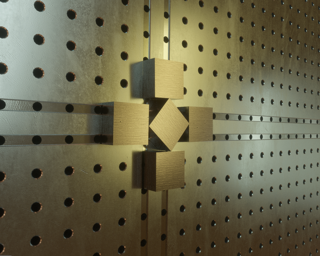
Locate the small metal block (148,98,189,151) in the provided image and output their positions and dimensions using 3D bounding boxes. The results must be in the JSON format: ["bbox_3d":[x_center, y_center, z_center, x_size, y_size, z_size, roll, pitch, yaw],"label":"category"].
[{"bbox_3d":[0.005,-0.004,0.415,0.050,0.025,0.050,50,61,-29],"label":"small metal block"}]

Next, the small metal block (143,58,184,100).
[{"bbox_3d":[0.005,-0.064,0.415,0.050,0.025,0.050,-1,91,-40],"label":"small metal block"}]

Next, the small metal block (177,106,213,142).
[{"bbox_3d":[0.051,-0.005,0.454,0.050,0.025,0.050,0,90,-40],"label":"small metal block"}]

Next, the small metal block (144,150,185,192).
[{"bbox_3d":[0.006,0.056,0.416,0.050,0.025,0.050,0,90,-40],"label":"small metal block"}]

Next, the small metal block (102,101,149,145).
[{"bbox_3d":[-0.041,-0.005,0.376,0.050,0.025,0.050,2,89,-40],"label":"small metal block"}]
